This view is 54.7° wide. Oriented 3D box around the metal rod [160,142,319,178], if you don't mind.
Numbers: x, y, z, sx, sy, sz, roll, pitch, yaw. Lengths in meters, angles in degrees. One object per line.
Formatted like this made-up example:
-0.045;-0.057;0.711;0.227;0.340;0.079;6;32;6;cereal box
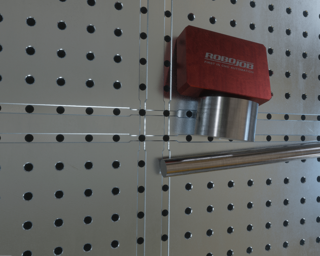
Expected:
0.146;0.044;0.468;0.303;0.025;0.025;-4;92;-20;metal rod

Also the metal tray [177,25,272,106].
0.089;-0.083;0.431;0.131;0.030;0.090;7;70;-20;metal tray

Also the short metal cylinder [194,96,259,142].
0.089;-0.011;0.418;0.081;0.080;0.050;8;88;-20;short metal cylinder
